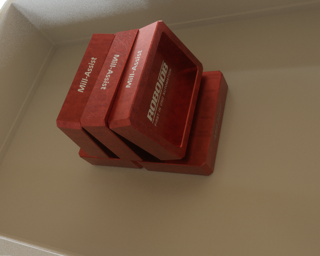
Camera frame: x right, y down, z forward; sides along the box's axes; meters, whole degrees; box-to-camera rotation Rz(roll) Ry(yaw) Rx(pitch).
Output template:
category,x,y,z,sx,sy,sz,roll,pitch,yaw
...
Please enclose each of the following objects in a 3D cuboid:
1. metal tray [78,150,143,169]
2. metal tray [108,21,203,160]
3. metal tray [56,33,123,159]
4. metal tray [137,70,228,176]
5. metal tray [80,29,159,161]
category,x,y,z,sx,sy,sz,roll,pitch,yaw
metal tray,-0.051,-0.011,0.433,0.090,0.030,0.130,1,62,28
metal tray,0.002,-0.040,0.344,0.030,0.090,0.130,-9,57,41
metal tray,-0.071,-0.039,0.381,0.030,0.090,0.130,6,64,17
metal tray,0.030,-0.009,0.391,0.090,0.030,0.130,1,62,28
metal tray,-0.034,-0.038,0.363,0.030,0.090,0.130,0,60,28
